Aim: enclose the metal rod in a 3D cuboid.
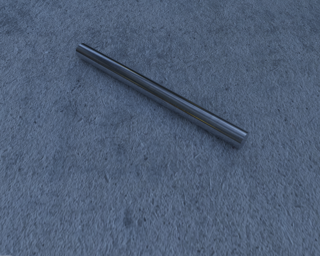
[{"bbox_3d":[-0.011,-0.056,0.450,0.300,0.025,0.025,32,57,24],"label":"metal rod"}]
